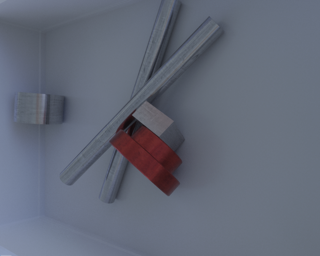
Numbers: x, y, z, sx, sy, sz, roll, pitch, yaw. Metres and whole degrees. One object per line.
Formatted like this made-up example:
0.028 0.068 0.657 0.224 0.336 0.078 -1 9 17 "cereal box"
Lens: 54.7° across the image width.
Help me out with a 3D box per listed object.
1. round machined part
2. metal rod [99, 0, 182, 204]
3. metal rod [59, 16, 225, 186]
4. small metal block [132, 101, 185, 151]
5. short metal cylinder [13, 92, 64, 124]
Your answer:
-0.012 0.034 0.377 0.042 0.098 0.098 -47 57 -7 "round machined part"
-0.033 -0.028 0.431 0.025 0.025 0.298 31 109 35 "metal rod"
-0.036 -0.022 0.405 0.299 0.025 0.025 -44 64 21 "metal rod"
-0.001 0.000 0.386 0.025 0.050 0.050 -47 57 -8 "small metal block"
-0.211 -0.035 0.541 0.080 0.081 0.050 8 95 39 "short metal cylinder"
